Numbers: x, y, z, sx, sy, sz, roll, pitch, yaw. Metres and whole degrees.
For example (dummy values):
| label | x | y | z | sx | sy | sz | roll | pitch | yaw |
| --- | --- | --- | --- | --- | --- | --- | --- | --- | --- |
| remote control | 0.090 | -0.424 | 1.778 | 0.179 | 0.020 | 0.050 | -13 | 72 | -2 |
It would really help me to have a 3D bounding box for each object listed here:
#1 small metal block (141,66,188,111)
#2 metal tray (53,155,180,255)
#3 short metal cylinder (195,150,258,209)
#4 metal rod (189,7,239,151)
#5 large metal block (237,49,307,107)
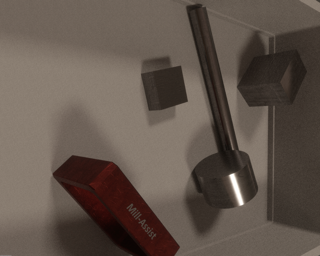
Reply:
| label | x | y | z | sx | sy | sz | roll | pitch | yaw |
| --- | --- | --- | --- | --- | --- | --- | --- | --- | --- |
| small metal block | 0.007 | -0.053 | 0.414 | 0.050 | 0.025 | 0.050 | -20 | 103 | -38 |
| metal tray | -0.046 | 0.088 | 0.327 | 0.030 | 0.090 | 0.130 | -48 | 119 | -30 |
| short metal cylinder | 0.097 | 0.074 | 0.455 | 0.081 | 0.080 | 0.050 | -32 | 111 | -36 |
| metal rod | 0.096 | -0.035 | 0.489 | 0.025 | 0.025 | 0.298 | -27 | 107 | -37 |
| large metal block | 0.194 | -0.084 | 0.536 | 0.050 | 0.080 | 0.080 | 49 | 61 | -29 |
